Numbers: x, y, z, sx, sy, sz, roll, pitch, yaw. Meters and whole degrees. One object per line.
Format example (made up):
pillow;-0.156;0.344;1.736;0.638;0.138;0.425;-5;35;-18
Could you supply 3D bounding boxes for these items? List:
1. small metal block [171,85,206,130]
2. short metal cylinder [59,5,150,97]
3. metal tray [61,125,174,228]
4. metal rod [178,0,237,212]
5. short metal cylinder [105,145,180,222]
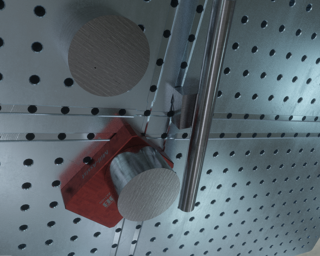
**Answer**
small metal block;0.045;-0.029;0.417;0.050;0.025;0.050;-11;123;-23
short metal cylinder;-0.057;-0.078;0.315;0.081;0.050;0.079;-14;124;-21
metal tray;-0.056;0.069;0.420;0.130;0.030;0.090;-46;129;4
metal rod;0.055;-0.009;0.403;0.025;0.025;0.298;-8;122;-24
short metal cylinder;-0.022;0.068;0.386;0.081;0.050;0.079;-14;124;-21
